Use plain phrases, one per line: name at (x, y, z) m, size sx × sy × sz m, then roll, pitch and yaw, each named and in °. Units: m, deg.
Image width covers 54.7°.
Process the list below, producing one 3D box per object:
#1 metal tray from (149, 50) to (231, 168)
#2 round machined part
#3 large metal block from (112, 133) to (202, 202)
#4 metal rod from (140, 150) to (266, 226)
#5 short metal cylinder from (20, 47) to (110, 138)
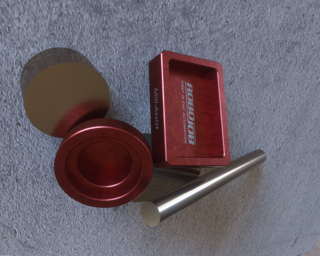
metal tray at (0.035, -0.019, 0.365) m, size 0.091 × 0.030 × 0.129 m, roll 5°, pitch 76°, yaw -31°
round machined part at (-0.058, 0.033, 0.330) m, size 0.099 × 0.042 × 0.097 m, roll -3°, pitch 116°, yaw -5°
large metal block at (-0.006, 0.048, 0.400) m, size 0.081 × 0.080 × 0.050 m, roll 4°, pitch 116°, yaw -31°
metal rod at (0.082, 0.066, 0.420) m, size 0.302 × 0.025 × 0.025 m, roll -11°, pitch 127°, yaw -52°
short metal cylinder at (-0.097, -0.037, 0.317) m, size 0.081 × 0.050 × 0.079 m, roll -14°, pitch 125°, yaw -21°
